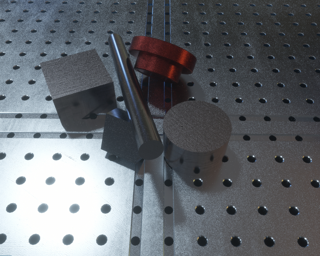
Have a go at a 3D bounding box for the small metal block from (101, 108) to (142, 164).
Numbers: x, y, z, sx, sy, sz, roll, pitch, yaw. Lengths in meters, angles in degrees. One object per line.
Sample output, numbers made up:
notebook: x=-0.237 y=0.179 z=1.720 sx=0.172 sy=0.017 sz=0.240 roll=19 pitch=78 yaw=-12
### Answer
small metal block: x=-0.041 y=0.009 z=0.379 sx=0.050 sy=0.050 sz=0.025 roll=21 pitch=26 yaw=16

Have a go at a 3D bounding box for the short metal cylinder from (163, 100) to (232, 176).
short metal cylinder: x=0.044 y=0.012 z=0.382 sx=0.081 sy=0.050 sz=0.080 roll=0 pitch=50 yaw=0

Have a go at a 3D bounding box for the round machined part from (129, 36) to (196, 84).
round machined part: x=0.000 y=-0.095 z=0.453 sx=0.098 sy=0.098 sz=0.042 roll=19 pitch=92 yaw=15

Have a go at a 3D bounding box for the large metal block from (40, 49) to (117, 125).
large metal block: x=-0.115 y=-0.060 z=0.441 sx=0.081 sy=0.050 sz=0.080 roll=-20 pitch=53 yaw=-16

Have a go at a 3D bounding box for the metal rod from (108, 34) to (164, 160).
metal rod: x=-0.043 y=-0.065 z=0.417 sx=0.025 sy=0.025 sz=0.300 roll=-10 pitch=37 yaw=-9
